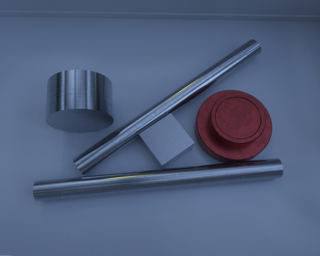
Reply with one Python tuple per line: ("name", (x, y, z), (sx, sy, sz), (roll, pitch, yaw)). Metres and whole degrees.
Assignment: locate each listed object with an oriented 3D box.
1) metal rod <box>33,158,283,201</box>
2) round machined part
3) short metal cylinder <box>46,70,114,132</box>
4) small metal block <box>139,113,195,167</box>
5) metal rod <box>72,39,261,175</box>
("metal rod", (0.000, 0.064, 0.385), (0.302, 0.025, 0.025), (-5, 70, -3))
("round machined part", (0.097, -0.006, 0.401), (0.099, 0.042, 0.098), (0, 70, -1))
("short metal cylinder", (-0.100, -0.031, 0.390), (0.081, 0.080, 0.050), (-5, 70, -2))
("small metal block", (0.008, 0.017, 0.401), (0.050, 0.025, 0.050), (-34, 74, -12))
("metal rod", (0.018, -0.035, 0.421), (0.301, 0.025, 0.025), (-35, 74, -12))
